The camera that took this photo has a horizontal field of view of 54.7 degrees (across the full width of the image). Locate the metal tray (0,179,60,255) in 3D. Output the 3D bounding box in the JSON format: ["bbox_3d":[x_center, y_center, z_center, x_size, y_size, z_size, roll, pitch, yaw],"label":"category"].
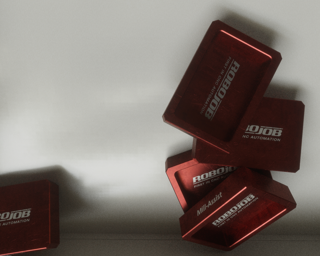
[{"bbox_3d":[-0.207,0.127,0.425,0.131,0.030,0.090,-10,68,3],"label":"metal tray"}]

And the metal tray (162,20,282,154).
[{"bbox_3d":[0.071,-0.047,0.362,0.090,0.030,0.130,28,87,-2],"label":"metal tray"}]

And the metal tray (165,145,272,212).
[{"bbox_3d":[0.083,0.066,0.433,0.130,0.030,0.090,-21,109,7],"label":"metal tray"}]

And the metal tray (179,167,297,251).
[{"bbox_3d":[0.099,0.113,0.410,0.090,0.030,0.129,25,124,-26],"label":"metal tray"}]

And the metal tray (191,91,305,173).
[{"bbox_3d":[0.111,0.005,0.394,0.131,0.030,0.089,6,87,-3],"label":"metal tray"}]
